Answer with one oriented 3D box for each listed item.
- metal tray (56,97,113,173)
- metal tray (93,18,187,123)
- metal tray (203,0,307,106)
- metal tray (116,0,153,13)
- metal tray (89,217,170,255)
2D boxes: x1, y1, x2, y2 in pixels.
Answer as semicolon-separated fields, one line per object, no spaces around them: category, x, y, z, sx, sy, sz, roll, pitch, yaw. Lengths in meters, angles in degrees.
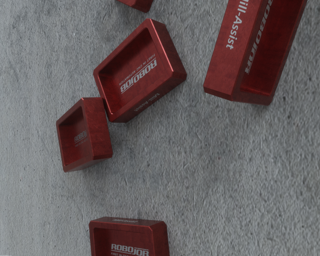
metal tray;-0.122;0.015;0.481;0.130;0.030;0.090;-25;74;52
metal tray;-0.033;-0.074;0.429;0.130;0.030;0.090;-33;70;35
metal tray;0.093;-0.088;0.285;0.030;0.091;0.129;25;106;37
metal tray;-0.031;-0.238;0.427;0.090;0.030;0.129;37;113;33
metal tray;-0.046;0.177;0.439;0.130;0.030;0.089;-10;84;39
